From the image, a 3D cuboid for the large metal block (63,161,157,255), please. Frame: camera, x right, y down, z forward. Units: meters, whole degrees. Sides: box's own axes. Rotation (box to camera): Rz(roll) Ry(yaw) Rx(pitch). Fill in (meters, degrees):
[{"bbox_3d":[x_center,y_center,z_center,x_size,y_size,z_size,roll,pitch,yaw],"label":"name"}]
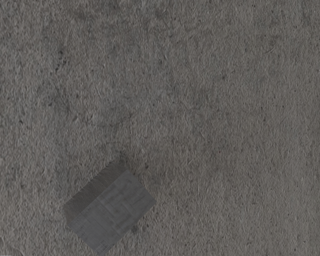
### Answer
[{"bbox_3d":[-0.061,0.087,0.357,0.080,0.080,0.050,-43,104,-15],"label":"large metal block"}]
